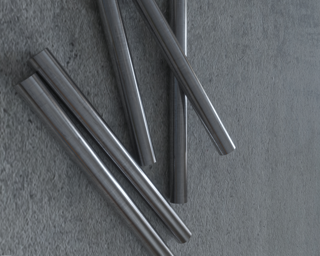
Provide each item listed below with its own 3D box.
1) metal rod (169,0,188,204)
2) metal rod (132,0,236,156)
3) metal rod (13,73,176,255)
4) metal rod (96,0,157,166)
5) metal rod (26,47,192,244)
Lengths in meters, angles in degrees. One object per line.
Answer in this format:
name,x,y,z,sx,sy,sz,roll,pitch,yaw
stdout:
metal rod,0.025,-0.048,0.425,0.025,0.025,0.298,-1,90,-40
metal rod,0.018,-0.093,0.392,0.025,0.025,0.299,-40,107,-33
metal rod,-0.057,0.070,0.356,0.025,0.025,0.299,-47,118,-30
metal rod,-0.049,-0.099,0.362,0.025,0.025,0.298,-22,104,-38
metal rod,-0.044,0.039,0.367,0.025,0.025,0.299,-50,119,-28
